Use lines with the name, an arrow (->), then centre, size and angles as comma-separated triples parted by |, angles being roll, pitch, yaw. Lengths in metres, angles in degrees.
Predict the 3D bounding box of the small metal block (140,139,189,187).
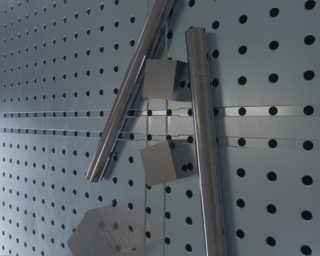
small metal block -> 0.005, 0.046, 0.405 | 0.050, 0.025, 0.050 | -22, 76, 37

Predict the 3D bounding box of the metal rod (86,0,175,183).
metal rod -> -0.048, -0.048, 0.448 | 0.025, 0.025, 0.298 | 38, 113, 33

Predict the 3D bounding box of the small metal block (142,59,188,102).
small metal block -> 0.006, -0.062, 0.404 | 0.050, 0.025, 0.050 | 12, 98, 39

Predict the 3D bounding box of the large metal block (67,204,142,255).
large metal block -> -0.085, 0.175, 0.463 | 0.080, 0.050, 0.080 | 49, 119, 28

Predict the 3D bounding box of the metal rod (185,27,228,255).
metal rod -> 0.055, 0.031, 0.363 | 0.025, 0.025, 0.298 | -8, 85, 39
